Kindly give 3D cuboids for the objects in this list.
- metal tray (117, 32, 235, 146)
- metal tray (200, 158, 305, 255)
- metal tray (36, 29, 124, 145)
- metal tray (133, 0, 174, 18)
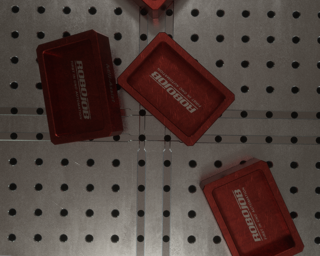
[{"bbox_3d":[0.021,-0.050,0.411,0.130,0.030,0.090,42,90,-1],"label":"metal tray"},{"bbox_3d":[0.120,0.116,0.412,0.090,0.030,0.129,-24,90,-1],"label":"metal tray"},{"bbox_3d":[-0.102,-0.049,0.394,0.090,0.030,0.129,-9,90,20],"label":"metal tray"},{"bbox_3d":[0.004,-0.225,0.410,0.090,0.030,0.130,42,90,-1],"label":"metal tray"}]
